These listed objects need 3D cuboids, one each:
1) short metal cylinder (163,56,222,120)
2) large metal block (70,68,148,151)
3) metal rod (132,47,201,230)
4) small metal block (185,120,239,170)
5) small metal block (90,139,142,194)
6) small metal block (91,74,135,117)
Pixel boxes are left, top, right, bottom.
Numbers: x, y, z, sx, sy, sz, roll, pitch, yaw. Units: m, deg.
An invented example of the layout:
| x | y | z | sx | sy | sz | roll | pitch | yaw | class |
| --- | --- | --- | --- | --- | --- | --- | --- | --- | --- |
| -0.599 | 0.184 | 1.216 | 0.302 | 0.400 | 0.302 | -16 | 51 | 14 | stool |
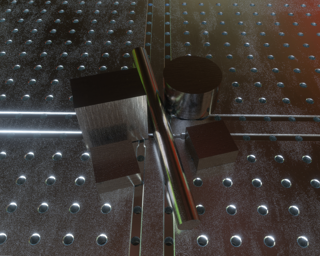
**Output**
| x | y | z | sx | sy | sz | roll | pitch | yaw | class |
| --- | --- | --- | --- | --- | --- | --- | --- | --- | --- |
| 0.044 | -0.058 | 0.440 | 0.081 | 0.050 | 0.080 | 0 | 50 | 0 | short metal cylinder |
| -0.061 | -0.022 | 0.388 | 0.081 | 0.080 | 0.050 | -12 | 51 | -10 | large metal block |
| -0.002 | -0.011 | 0.416 | 0.025 | 0.025 | 0.300 | -9 | 51 | -8 | metal rod |
| 0.064 | 0.021 | 0.391 | 0.050 | 0.025 | 0.050 | -11 | 51 | -10 | small metal block |
| -0.053 | 0.045 | 0.369 | 0.050 | 0.025 | 0.050 | -12 | 51 | -10 | small metal block |
| -0.068 | -0.048 | 0.447 | 0.050 | 0.025 | 0.050 | -13 | 51 | -12 | small metal block |
